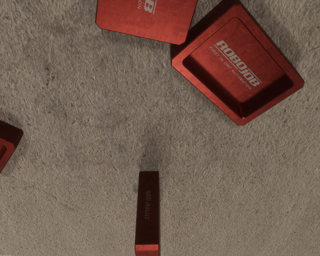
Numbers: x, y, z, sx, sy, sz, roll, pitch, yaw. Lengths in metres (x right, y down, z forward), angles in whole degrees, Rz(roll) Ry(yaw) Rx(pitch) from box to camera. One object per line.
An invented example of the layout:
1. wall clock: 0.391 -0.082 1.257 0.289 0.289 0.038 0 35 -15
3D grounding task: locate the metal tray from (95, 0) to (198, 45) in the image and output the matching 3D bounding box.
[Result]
1. metal tray: -0.005 -0.147 0.278 0.091 0.030 0.129 10 130 -9

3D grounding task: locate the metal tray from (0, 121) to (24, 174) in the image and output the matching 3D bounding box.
1. metal tray: -0.264 0.012 0.410 0.131 0.030 0.090 29 124 -23

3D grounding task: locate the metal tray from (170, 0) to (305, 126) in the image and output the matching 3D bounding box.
1. metal tray: 0.086 -0.068 0.347 0.090 0.030 0.130 -38 121 27

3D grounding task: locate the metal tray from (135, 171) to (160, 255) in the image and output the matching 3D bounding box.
1. metal tray: -0.015 0.139 0.457 0.030 0.130 0.089 -1 130 1
